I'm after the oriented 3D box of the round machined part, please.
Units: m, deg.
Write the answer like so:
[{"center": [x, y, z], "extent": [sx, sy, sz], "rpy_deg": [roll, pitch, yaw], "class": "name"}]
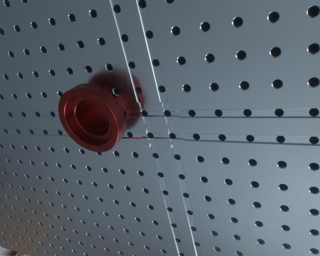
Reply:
[{"center": [-0.090, -0.018, 0.438], "extent": [0.098, 0.042, 0.097], "rpy_deg": [13, 124, 21], "class": "round machined part"}]
